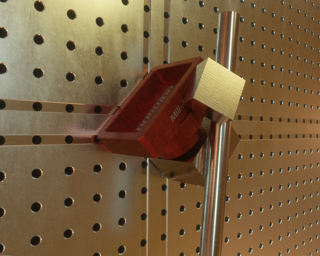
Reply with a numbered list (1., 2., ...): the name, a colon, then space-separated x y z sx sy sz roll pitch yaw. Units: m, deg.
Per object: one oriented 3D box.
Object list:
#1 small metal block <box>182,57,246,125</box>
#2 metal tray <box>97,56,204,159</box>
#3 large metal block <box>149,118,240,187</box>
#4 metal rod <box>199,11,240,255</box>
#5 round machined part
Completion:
1. small metal block: 0.058 -0.039 0.332 0.050 0.025 0.050 27 70 -17
2. metal tray: -0.005 -0.026 0.364 0.030 0.090 0.130 51 60 -28
3. large metal block: 0.045 0.027 0.410 0.050 0.080 0.080 51 60 -29
4. metal rod: 0.070 0.011 0.366 0.025 0.025 0.298 9 84 -40
5. round machined part: 0.012 -0.001 0.379 0.042 0.098 0.098 50 60 -29
